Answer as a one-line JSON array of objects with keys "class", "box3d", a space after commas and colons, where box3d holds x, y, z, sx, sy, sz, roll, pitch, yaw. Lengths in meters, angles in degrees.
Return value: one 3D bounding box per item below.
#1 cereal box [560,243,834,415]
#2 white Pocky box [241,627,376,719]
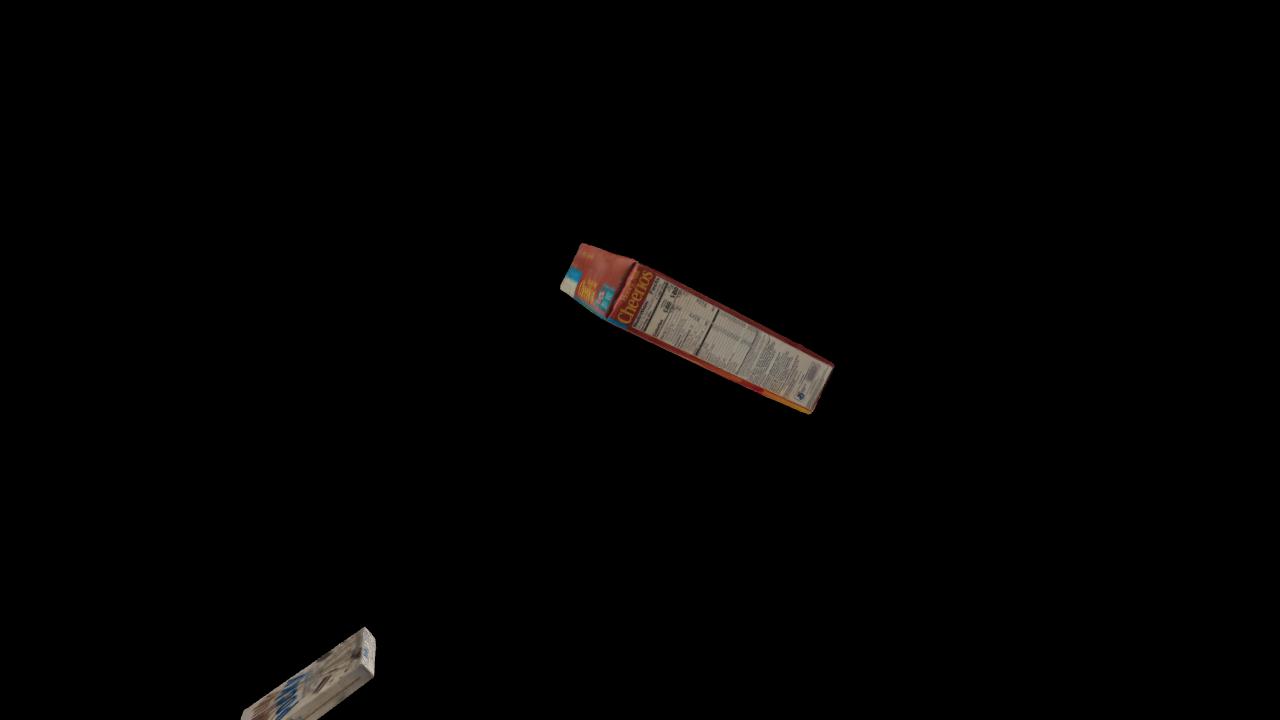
[{"class": "cereal box", "box3d": [0.065, -0.042, 0.776, 0.306, 0.081, 0.203, 23, 5, -26]}, {"class": "white Pocky box", "box3d": [-0.374, 0.378, 0.693, 0.154, 0.028, 0.084, -34, 19, -15]}]
